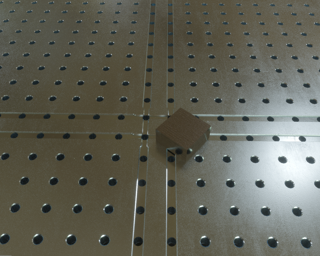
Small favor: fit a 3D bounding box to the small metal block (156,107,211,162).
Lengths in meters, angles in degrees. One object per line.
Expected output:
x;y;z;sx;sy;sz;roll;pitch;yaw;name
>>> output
0.030;0.007;0.402;0.050;0.025;0.050;34;58;25;small metal block
